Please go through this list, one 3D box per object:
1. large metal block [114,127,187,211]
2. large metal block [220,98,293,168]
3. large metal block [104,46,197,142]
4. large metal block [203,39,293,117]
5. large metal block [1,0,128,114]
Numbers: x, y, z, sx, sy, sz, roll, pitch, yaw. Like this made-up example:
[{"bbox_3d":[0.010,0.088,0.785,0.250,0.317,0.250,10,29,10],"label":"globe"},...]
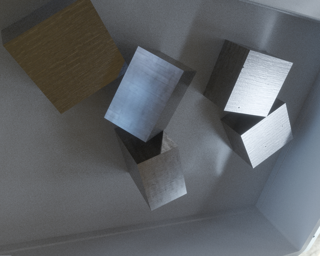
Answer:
[{"bbox_3d":[-0.012,0.042,0.394,0.050,0.080,0.080,-23,127,-15],"label":"large metal block"},{"bbox_3d":[0.151,0.002,0.479,0.080,0.050,0.080,-36,130,-5],"label":"large metal block"},{"bbox_3d":[-0.007,-0.039,0.339,0.080,0.050,0.080,-62,171,16],"label":"large metal block"},{"bbox_3d":[0.117,-0.066,0.418,0.081,0.050,0.079,6,116,-31],"label":"large metal block"},{"bbox_3d":[-0.089,-0.074,0.299,0.080,0.050,0.080,-34,129,-6],"label":"large metal block"}]
